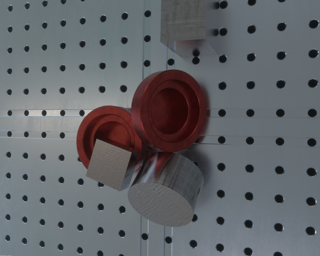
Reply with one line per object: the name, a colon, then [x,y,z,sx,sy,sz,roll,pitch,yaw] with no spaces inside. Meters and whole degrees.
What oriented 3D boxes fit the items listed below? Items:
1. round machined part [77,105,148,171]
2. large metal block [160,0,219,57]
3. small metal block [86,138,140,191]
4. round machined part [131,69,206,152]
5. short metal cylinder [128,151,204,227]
round machined part: [-0.061,0.019,0.425,0.098,0.042,0.097,0,90,20]
large metal block: [0.039,-0.134,0.370,0.050,0.080,0.080,2,91,20]
small metal block: [-0.059,0.045,0.389,0.050,0.025,0.050,20,97,18]
round machined part: [0.007,-0.021,0.382,0.042,0.099,0.097,6,93,55]
short metal cylinder: [0.008,0.075,0.376,0.080,0.050,0.079,13,133,14]
